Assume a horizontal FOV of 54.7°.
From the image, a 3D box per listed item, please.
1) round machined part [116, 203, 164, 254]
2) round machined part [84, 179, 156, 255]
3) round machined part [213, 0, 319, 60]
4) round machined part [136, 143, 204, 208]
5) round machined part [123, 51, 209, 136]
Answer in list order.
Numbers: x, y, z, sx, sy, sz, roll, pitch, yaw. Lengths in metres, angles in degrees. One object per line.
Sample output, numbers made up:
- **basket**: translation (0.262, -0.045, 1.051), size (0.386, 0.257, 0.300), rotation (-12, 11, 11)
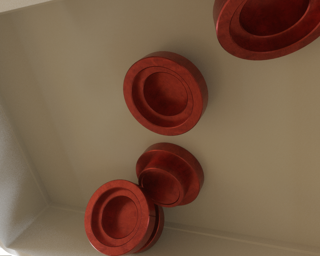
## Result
- **round machined part**: translation (-0.047, 0.138, 0.468), size (0.098, 0.098, 0.042), rotation (7, 162, 24)
- **round machined part**: translation (-0.051, 0.123, 0.426), size (0.098, 0.098, 0.042), rotation (5, 162, 25)
- **round machined part**: translation (0.094, -0.106, 0.262), size (0.099, 0.042, 0.098), rotation (-3, 151, -2)
- **round machined part**: translation (0.009, 0.073, 0.437), size (0.098, 0.042, 0.097), rotation (13, 124, 20)
- **round machined part**: translation (0.010, -0.043, 0.365), size (0.098, 0.042, 0.097), rotation (13, 124, 20)
